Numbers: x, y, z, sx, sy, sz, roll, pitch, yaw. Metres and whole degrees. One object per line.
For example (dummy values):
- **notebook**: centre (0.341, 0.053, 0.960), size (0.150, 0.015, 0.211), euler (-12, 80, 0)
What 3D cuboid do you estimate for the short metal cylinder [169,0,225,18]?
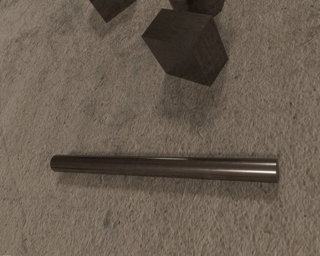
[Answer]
- **short metal cylinder**: centre (0.055, -0.209, 0.486), size (0.080, 0.050, 0.080), euler (-13, 56, 20)

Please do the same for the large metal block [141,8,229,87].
- **large metal block**: centre (0.035, -0.107, 0.415), size (0.080, 0.080, 0.050), euler (24, 75, 36)

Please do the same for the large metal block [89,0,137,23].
- **large metal block**: centre (-0.098, -0.262, 0.598), size (0.080, 0.050, 0.080), euler (-37, 51, 3)

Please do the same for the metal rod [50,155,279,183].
- **metal rod**: centre (-0.015, 0.047, 0.381), size (0.301, 0.025, 0.025), euler (-2, 61, 27)
